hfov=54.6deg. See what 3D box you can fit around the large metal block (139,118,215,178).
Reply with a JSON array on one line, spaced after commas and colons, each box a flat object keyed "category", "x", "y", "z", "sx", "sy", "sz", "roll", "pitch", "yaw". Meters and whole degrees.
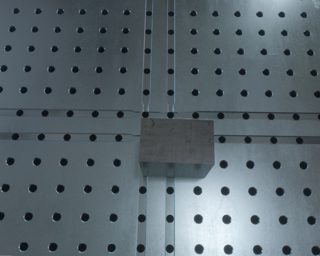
[{"category": "large metal block", "x": 0.019, "y": 0.027, "z": 0.373, "sx": 0.080, "sy": 0.080, "sz": 0.050, "roll": 2, "pitch": 70, "yaw": 1}]
